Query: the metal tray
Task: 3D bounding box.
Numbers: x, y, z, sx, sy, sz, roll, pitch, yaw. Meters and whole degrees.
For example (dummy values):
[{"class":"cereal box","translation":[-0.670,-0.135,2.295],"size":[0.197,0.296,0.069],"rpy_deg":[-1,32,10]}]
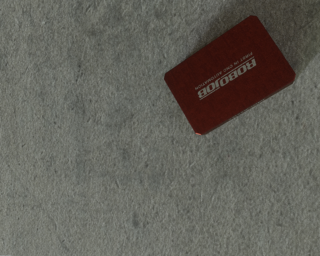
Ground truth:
[{"class":"metal tray","translation":[0.082,-0.060,0.378],"size":[0.130,0.030,0.090],"rpy_deg":[-32,80,17]}]
